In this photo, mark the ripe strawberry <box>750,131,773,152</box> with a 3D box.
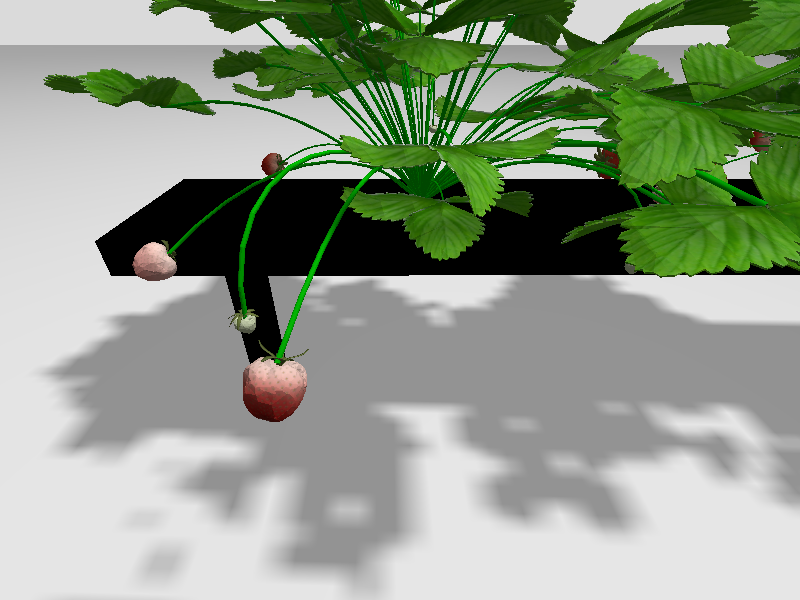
[{"bbox_3d":[0.463,-0.206,0.509,0.032,0.034,0.035,-1,34,-2],"label":"ripe strawberry"}]

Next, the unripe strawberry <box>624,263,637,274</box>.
[{"bbox_3d":[0.148,-0.022,0.253,0.011,0.011,0.010,-29,44,-36],"label":"unripe strawberry"}]

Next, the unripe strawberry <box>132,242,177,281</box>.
[{"bbox_3d":[-0.151,-0.022,0.245,0.022,0.023,0.021,-37,47,-19],"label":"unripe strawberry"}]

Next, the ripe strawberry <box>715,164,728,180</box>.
[{"bbox_3d":[0.265,-0.104,0.354,0.042,0.041,0.039,0,34,0],"label":"ripe strawberry"}]

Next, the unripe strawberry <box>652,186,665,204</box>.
[{"bbox_3d":[0.234,-0.093,0.353,0.020,0.019,0.018,-26,30,18],"label":"unripe strawberry"}]

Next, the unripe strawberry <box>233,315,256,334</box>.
[{"bbox_3d":[-0.070,0.011,0.181,0.011,0.010,0.010,14,36,19],"label":"unripe strawberry"}]

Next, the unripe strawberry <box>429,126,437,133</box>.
[{"bbox_3d":[0.046,-0.235,0.553,0.011,0.010,0.010,3,34,5],"label":"unripe strawberry"}]

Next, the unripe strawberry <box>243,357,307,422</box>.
[{"bbox_3d":[-0.050,0.036,0.159,0.027,0.024,0.024,9,-7,13],"label":"unripe strawberry"}]

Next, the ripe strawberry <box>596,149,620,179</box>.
[{"bbox_3d":[0.222,-0.143,0.410,0.035,0.037,0.033,-11,36,-16],"label":"ripe strawberry"}]

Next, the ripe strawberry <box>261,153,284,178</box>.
[{"bbox_3d":[-0.132,-0.140,0.416,0.024,0.025,0.022,3,32,29],"label":"ripe strawberry"}]
